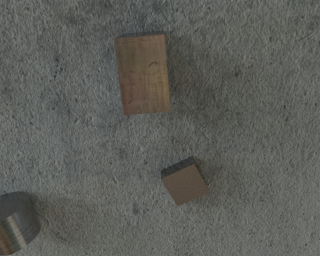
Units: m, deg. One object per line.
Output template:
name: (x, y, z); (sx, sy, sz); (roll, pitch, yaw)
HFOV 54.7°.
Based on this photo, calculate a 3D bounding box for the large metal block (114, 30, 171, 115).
large metal block: (-0.017, -0.067, 0.356); (0.050, 0.080, 0.079); (-5, 110, 2)

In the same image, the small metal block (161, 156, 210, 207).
small metal block: (0.035, 0.075, 0.438); (0.050, 0.025, 0.050); (-26, 108, 9)

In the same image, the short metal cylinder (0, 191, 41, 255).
short metal cylinder: (-0.214, 0.131, 0.427); (0.080, 0.080, 0.050); (-13, 110, 4)
